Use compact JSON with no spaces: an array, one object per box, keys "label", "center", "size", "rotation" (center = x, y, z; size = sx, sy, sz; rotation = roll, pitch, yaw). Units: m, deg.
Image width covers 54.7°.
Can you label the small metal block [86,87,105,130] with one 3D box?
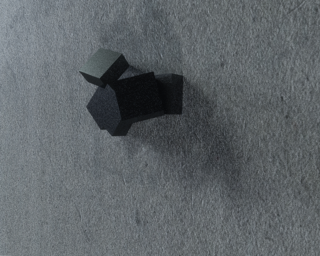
[{"label":"small metal block","center":[-0.080,-0.032,0.469],"size":[0.050,0.025,0.050],"rotation":[-52,60,27]}]

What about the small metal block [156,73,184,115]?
[{"label":"small metal block","center":[0.002,-0.043,0.403],"size":[0.050,0.025,0.050],"rotation":[3,92,39]}]

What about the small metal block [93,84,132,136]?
[{"label":"small metal block","center":[-0.058,-0.024,0.418],"size":[0.050,0.025,0.050],"rotation":[45,117,30]}]

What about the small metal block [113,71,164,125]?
[{"label":"small metal block","center":[-0.026,-0.036,0.377],"size":[0.050,0.025,0.050],"rotation":[-14,78,-2]}]

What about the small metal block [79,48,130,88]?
[{"label":"small metal block","center":[-0.082,-0.088,0.457],"size":[0.050,0.025,0.050],"rotation":[24,68,37]}]
